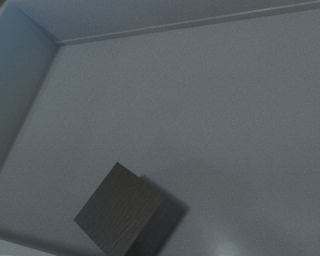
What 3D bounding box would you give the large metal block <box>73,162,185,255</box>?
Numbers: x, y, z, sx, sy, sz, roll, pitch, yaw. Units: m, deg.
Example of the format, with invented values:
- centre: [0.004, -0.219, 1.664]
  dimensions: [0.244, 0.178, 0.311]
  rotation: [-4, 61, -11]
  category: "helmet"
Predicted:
- centre: [-0.034, 0.097, 0.345]
  dimensions: [0.080, 0.050, 0.080]
  rotation: [28, 76, 39]
  category: "large metal block"
